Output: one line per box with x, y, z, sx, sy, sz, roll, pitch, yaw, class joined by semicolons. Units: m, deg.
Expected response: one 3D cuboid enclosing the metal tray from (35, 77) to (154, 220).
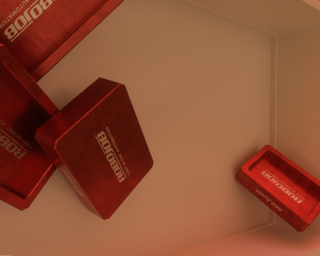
-0.058;0.025;0.324;0.090;0.030;0.129;-48;141;-29;metal tray

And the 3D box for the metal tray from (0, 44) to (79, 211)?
-0.130;0.004;0.255;0.090;0.030;0.130;-59;152;-23;metal tray

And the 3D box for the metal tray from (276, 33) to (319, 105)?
0.297;-0.123;0.653;0.090;0.030;0.130;48;61;-29;metal tray

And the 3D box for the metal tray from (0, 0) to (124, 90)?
-0.108;-0.107;0.269;0.130;0.030;0.090;-42;122;4;metal tray

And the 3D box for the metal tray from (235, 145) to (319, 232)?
0.204;0.095;0.514;0.091;0.130;0.030;-31;149;-34;metal tray
